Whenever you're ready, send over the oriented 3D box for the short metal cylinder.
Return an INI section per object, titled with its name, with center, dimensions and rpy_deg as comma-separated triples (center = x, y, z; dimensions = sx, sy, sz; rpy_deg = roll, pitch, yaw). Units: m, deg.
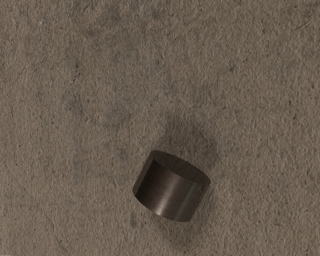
[short metal cylinder]
center = 0.014, 0.068, 0.374
dimensions = 0.080, 0.080, 0.050
rpy_deg = 29, 99, 17
